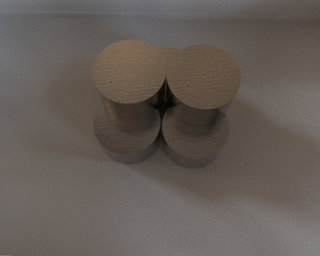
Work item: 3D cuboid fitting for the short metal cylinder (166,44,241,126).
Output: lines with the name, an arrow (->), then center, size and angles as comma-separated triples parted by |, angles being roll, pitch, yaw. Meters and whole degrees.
short metal cylinder -> 0.047, -0.049, 0.359 | 0.081, 0.050, 0.080 | 0, 70, 0

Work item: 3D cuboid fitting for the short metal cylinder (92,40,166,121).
short metal cylinder -> -0.033, -0.055, 0.361 | 0.081, 0.050, 0.080 | 0, 70, 0

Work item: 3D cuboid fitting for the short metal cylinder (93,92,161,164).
short metal cylinder -> -0.039, 0.001, 0.394 | 0.081, 0.050, 0.080 | 0, 70, 0

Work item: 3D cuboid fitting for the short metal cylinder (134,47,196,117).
short metal cylinder -> 0.006, -0.061, 0.417 | 0.081, 0.050, 0.080 | 0, 70, 0

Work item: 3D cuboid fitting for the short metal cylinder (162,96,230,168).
short metal cylinder -> 0.043, 0.006, 0.392 | 0.081, 0.050, 0.080 | 0, 70, 0
